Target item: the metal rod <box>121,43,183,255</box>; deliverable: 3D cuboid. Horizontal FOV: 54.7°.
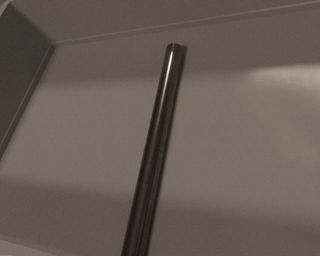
[{"bbox_3d":[-0.004,0.013,0.398,0.025,0.025,0.299,-3,60,26],"label":"metal rod"}]
